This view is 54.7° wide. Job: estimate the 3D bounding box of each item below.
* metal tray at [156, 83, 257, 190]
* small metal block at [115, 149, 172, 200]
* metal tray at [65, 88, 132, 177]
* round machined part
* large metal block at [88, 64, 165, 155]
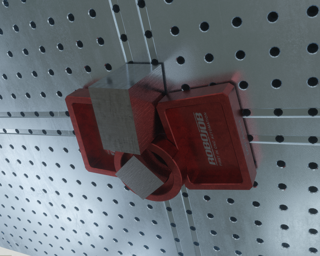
[{"bbox_3d":[0.059,0.016,0.381,0.090,0.030,0.129,-7,115,31],"label":"metal tray"},{"bbox_3d":[-0.022,0.058,0.399,0.050,0.025,0.050,43,129,-2],"label":"small metal block"},{"bbox_3d":[-0.078,0.010,0.450,0.090,0.030,0.129,6,121,25],"label":"metal tray"},{"bbox_3d":[-0.009,0.047,0.417,0.098,0.042,0.097,13,124,21],"label":"round machined part"},{"bbox_3d":[-0.033,-0.026,0.372,0.050,0.080,0.079,6,121,25],"label":"large metal block"}]
